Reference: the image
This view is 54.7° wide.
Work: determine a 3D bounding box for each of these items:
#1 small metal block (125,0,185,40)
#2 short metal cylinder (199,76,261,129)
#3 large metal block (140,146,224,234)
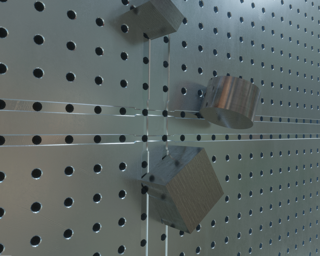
[{"bbox_3d":[-0.007,-0.142,0.389,0.050,0.050,0.025,39,66,-33],"label":"small metal block"},{"bbox_3d":[0.105,-0.036,0.464,0.080,0.080,0.050,29,72,-37],"label":"short metal cylinder"},{"bbox_3d":[0.033,0.081,0.423,0.080,0.050,0.080,-40,115,-33],"label":"large metal block"}]
